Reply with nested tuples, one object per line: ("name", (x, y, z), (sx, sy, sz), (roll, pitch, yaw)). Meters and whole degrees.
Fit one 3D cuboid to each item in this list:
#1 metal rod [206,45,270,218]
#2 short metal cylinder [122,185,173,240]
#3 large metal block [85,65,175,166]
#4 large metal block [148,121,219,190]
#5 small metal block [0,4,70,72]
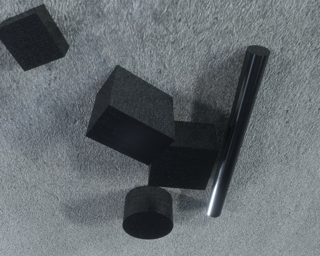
("metal rod", (0.099, 0.029, 0.432), (0.025, 0.025, 0.298), (2, 130, -2))
("short metal cylinder", (-0.019, 0.140, 0.510), (0.081, 0.050, 0.079), (0, 130, 0))
("large metal block", (-0.031, -0.015, 0.358), (0.080, 0.080, 0.050), (28, 125, -22))
("large metal block", (0.028, 0.037, 0.423), (0.081, 0.050, 0.079), (5, 130, -5))
("small metal block", (-0.133, -0.094, 0.326), (0.050, 0.025, 0.050), (-16, 129, 13))
